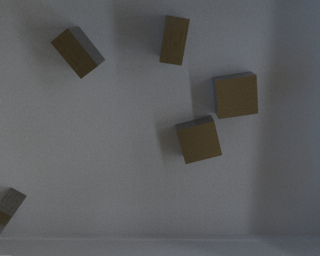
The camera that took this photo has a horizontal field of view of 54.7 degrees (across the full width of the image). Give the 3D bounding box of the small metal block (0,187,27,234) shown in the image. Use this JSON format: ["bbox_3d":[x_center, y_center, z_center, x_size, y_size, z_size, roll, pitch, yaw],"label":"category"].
[{"bbox_3d":[-0.223,0.122,0.441,0.025,0.050,0.050,34,106,-12],"label":"small metal block"}]

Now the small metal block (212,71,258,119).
[{"bbox_3d":[0.096,-0.042,0.396,0.050,0.025,0.050,-8,110,3],"label":"small metal block"}]

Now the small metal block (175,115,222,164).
[{"bbox_3d":[0.052,0.016,0.417,0.050,0.025,0.050,-15,110,5],"label":"small metal block"}]

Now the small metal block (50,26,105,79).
[{"bbox_3d":[-0.094,-0.090,0.364,0.025,0.050,0.050,-35,107,12],"label":"small metal block"}]

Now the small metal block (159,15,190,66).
[{"bbox_3d":[0.016,-0.103,0.360,0.025,0.050,0.050,8,110,-3],"label":"small metal block"}]
